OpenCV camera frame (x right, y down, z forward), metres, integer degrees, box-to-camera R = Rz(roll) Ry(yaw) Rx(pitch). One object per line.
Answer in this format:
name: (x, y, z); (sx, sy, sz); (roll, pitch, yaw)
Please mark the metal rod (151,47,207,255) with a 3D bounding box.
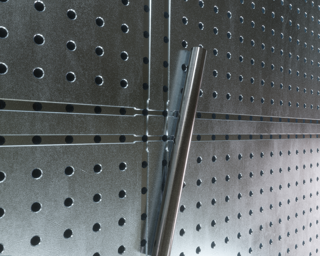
metal rod: (0.029, 0.030, 0.435); (0.025, 0.025, 0.299); (19, 78, -39)
